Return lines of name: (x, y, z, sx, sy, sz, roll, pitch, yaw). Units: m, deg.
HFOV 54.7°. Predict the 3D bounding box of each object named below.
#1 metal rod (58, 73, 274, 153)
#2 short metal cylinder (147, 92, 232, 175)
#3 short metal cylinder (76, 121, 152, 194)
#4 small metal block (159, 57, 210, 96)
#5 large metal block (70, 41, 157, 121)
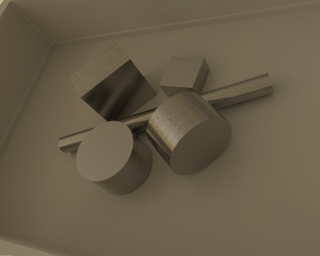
metal rod: (-0.006, -0.014, 0.415, 0.301, 0.025, 0.025, -16, 55, 18)
short metal cylinder: (0.032, 0.006, 0.347, 0.080, 0.080, 0.050, -40, 51, 0)
short metal cylinder: (-0.057, 0.038, 0.392, 0.080, 0.050, 0.080, -13, 56, 20)
small metal block: (0.034, -0.070, 0.428, 0.050, 0.025, 0.050, 9, 66, 31)
large metal block: (-0.064, -0.060, 0.438, 0.080, 0.080, 0.050, -37, 51, 3)
